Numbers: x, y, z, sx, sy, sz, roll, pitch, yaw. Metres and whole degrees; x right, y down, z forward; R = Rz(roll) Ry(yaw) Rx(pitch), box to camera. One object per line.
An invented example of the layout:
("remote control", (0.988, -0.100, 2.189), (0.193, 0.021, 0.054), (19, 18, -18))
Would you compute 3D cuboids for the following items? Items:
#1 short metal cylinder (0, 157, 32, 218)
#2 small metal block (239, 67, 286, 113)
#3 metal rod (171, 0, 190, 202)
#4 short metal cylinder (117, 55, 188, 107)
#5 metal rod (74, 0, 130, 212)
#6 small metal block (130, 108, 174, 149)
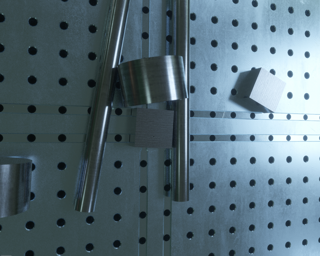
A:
("short metal cylinder", (-0.176, 0.058, 0.318), (0.081, 0.080, 0.050), (3, 89, -20))
("small metal block", (0.156, -0.056, 0.470), (0.050, 0.025, 0.050), (27, 81, -18))
("metal rod", (0.028, -0.051, 0.422), (0.025, 0.025, 0.298), (0, 90, -20))
("short metal cylinder", (-0.009, -0.056, 0.380), (0.081, 0.080, 0.050), (-10, 95, -20))
("metal rod", (-0.069, -0.047, 0.387), (0.025, 0.025, 0.298), (10, 87, -20))
("small metal block", (-0.011, 0.000, 0.409), (0.050, 0.025, 0.050), (4, 89, -20))
